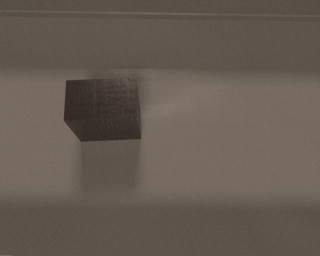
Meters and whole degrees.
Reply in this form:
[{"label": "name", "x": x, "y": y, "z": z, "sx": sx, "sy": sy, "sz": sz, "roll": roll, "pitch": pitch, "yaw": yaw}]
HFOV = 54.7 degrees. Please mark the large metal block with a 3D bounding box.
[{"label": "large metal block", "x": -0.067, "y": -0.020, "z": 0.387, "sx": 0.081, "sy": 0.080, "sz": 0.050, "roll": -3, "pitch": 70, "yaw": -1}]
